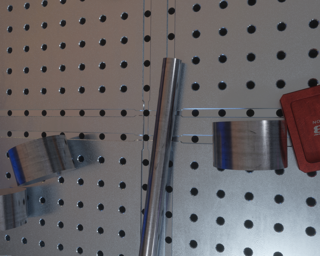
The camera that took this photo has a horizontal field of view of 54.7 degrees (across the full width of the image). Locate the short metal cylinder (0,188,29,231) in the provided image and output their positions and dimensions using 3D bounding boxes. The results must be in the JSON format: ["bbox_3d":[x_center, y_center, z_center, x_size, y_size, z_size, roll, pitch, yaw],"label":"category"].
[{"bbox_3d":[-0.245,0.123,0.470,0.080,0.080,0.050,-5,88,20],"label":"short metal cylinder"}]

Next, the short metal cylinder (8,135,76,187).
[{"bbox_3d":[-0.167,0.047,0.442,0.080,0.080,0.050,-21,83,19],"label":"short metal cylinder"}]

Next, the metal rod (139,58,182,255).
[{"bbox_3d":[-0.002,0.058,0.413,0.025,0.025,0.298,8,93,20],"label":"metal rod"}]

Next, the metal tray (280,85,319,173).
[{"bbox_3d":[0.208,-0.009,0.336,0.130,0.030,0.090,-15,85,19],"label":"metal tray"}]

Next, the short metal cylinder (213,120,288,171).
[{"bbox_3d":[0.100,0.018,0.348,0.080,0.080,0.050,-1,90,20],"label":"short metal cylinder"}]
